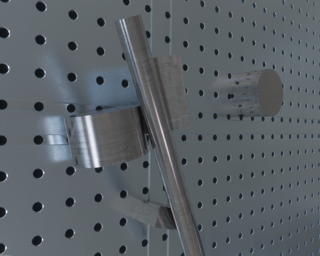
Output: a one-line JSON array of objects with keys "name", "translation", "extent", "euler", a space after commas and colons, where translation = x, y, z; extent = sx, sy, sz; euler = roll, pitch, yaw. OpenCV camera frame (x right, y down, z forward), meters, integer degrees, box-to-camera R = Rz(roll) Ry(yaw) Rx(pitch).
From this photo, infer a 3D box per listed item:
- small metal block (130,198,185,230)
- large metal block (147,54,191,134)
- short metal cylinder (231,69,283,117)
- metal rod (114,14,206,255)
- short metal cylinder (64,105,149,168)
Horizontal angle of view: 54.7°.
[{"name": "small metal block", "translation": [0.000, 0.110, 0.393], "extent": [0.050, 0.050, 0.025], "euler": [23, 76, -38]}, {"name": "large metal block", "translation": [0.006, -0.041, 0.371], "extent": [0.080, 0.050, 0.079], "euler": [-60, 142, -80]}, {"name": "short metal cylinder", "translation": [0.169, -0.059, 0.535], "extent": [0.081, 0.050, 0.079], "euler": [0, 90, -40]}, {"name": "metal rod", "translation": [0.008, 0.034, 0.335], "extent": [0.025, 0.025, 0.298], "euler": [-32, 117, -35]}, {"name": "short metal cylinder", "translation": [-0.056, 0.006, 0.327], "extent": [0.081, 0.080, 0.050], "euler": [-15, 100, -39]}]
